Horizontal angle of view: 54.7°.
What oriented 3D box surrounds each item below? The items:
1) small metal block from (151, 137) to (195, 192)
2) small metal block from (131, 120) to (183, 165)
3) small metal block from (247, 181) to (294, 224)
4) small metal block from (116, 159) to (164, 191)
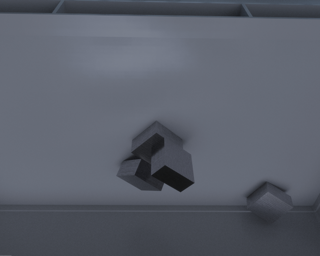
[{"bbox_3d":[0.016,0.047,0.401,0.050,0.050,0.025,34,122,-26],"label":"small metal block"},{"bbox_3d":[-0.004,0.025,0.430,0.050,0.025,0.050,36,121,-27],"label":"small metal block"},{"bbox_3d":[0.179,0.123,0.508,0.050,0.025,0.050,32,122,-7],"label":"small metal block"},{"bbox_3d":[-0.027,0.070,0.454,0.050,0.025,0.050,36,152,-27],"label":"small metal block"}]
